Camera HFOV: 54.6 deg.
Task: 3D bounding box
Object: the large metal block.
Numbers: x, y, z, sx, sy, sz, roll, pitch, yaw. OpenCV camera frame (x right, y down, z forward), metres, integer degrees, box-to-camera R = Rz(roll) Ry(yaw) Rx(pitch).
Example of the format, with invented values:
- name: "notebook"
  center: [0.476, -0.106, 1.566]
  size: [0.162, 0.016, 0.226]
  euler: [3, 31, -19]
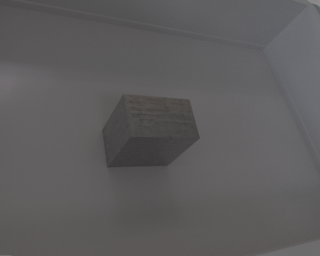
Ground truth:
- name: "large metal block"
  center: [-0.014, 0.007, 0.359]
  size: [0.081, 0.080, 0.050]
  euler: [2, 61, -27]
